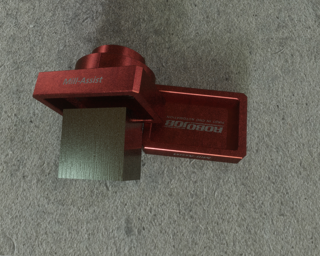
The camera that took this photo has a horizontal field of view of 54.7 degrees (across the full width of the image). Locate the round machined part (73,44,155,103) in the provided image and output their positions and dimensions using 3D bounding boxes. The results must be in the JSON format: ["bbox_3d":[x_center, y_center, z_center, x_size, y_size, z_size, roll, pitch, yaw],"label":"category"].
[{"bbox_3d":[-0.054,-0.066,0.383,0.099,0.098,0.042,6,70,2],"label":"round machined part"}]

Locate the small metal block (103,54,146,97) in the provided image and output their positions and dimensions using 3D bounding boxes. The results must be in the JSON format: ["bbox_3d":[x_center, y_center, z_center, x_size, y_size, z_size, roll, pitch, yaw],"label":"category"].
[{"bbox_3d":[-0.049,-0.074,0.436,0.050,0.025,0.050,6,70,2],"label":"small metal block"}]

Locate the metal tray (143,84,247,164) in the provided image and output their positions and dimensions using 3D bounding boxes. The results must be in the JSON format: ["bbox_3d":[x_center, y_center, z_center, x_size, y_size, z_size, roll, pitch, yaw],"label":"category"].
[{"bbox_3d":[0.046,-0.006,0.409,0.131,0.030,0.090,6,70,2],"label":"metal tray"}]

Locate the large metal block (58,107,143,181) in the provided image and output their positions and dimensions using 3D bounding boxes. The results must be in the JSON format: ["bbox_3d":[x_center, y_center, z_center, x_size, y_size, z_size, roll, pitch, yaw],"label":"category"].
[{"bbox_3d":[-0.068,0.020,0.368,0.080,0.050,0.080,0,82,18],"label":"large metal block"}]

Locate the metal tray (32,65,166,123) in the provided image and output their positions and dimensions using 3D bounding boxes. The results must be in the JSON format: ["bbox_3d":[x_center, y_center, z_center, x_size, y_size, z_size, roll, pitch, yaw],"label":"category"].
[{"bbox_3d":[-0.068,-0.035,0.369,0.130,0.090,0.030,0,70,19],"label":"metal tray"}]
